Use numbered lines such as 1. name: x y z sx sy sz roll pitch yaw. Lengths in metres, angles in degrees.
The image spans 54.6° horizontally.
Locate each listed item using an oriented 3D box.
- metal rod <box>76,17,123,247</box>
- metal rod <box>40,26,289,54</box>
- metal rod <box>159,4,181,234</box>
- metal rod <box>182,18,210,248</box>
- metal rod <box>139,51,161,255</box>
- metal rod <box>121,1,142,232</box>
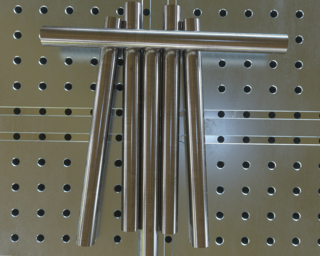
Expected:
1. metal rod: -0.080 0.005 0.412 0.025 0.025 0.298 7 90 0
2. metal rod: 0.006 -0.110 0.388 0.302 0.025 0.025 2 90 0
3. metal rod: 0.014 -0.011 0.415 0.025 0.025 0.298 1 90 0
4. metal rod: 0.047 0.007 0.414 0.025 0.025 0.298 -2 90 0
5. metal rod: -0.013 0.041 0.413 0.025 0.025 0.298 1 90 0
6. metal rod: -0.038 -0.015 0.413 0.025 0.025 0.298 1 90 0
